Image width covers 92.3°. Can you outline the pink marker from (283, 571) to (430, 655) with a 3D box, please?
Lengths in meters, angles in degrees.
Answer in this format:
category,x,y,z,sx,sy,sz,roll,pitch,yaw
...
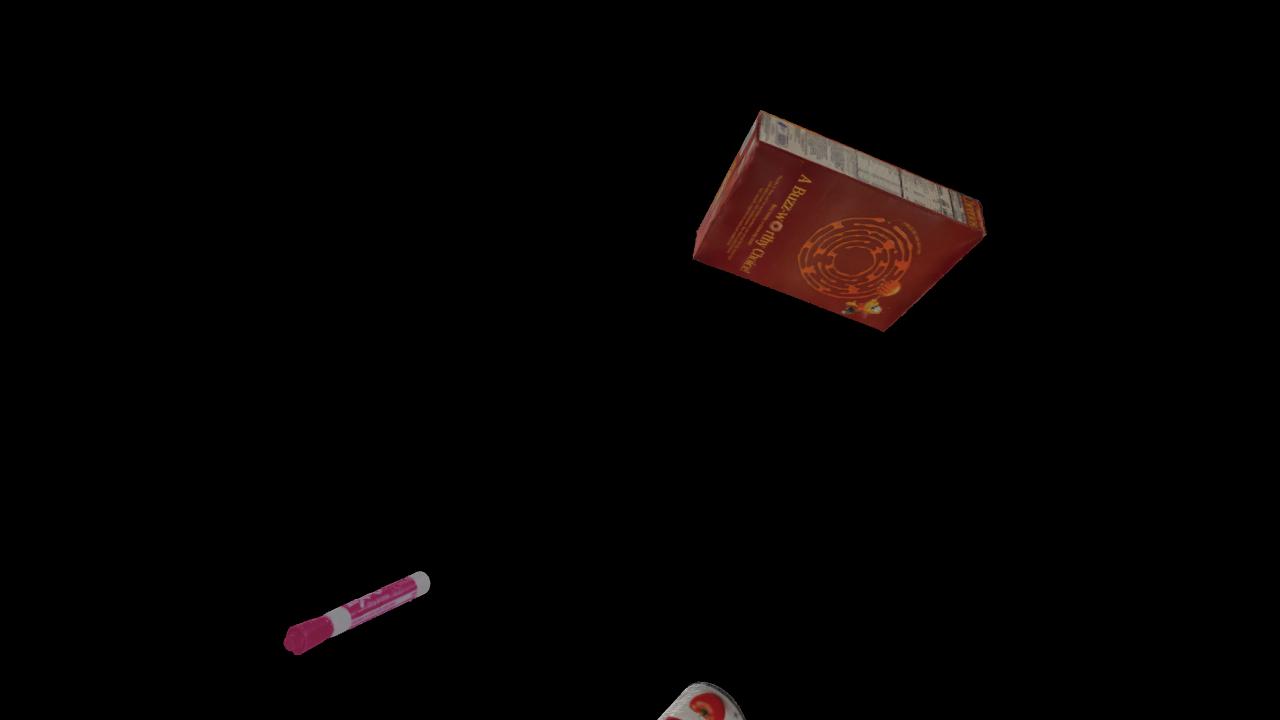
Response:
category,x,y,z,sx,sy,sz,roll,pitch,yaw
pink marker,-0.201,0.182,0.447,0.020,0.020,0.121,0,0,22

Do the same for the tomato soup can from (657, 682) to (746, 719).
category,x,y,z,sx,sy,sz,roll,pitch,yaw
tomato soup can,0.035,0.310,0.480,0.068,0.068,0.101,0,7,35

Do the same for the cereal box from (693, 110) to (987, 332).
category,x,y,z,sx,sy,sz,roll,pitch,yaw
cereal box,0.247,-0.167,0.801,0.306,0.081,0.203,18,-37,-8
